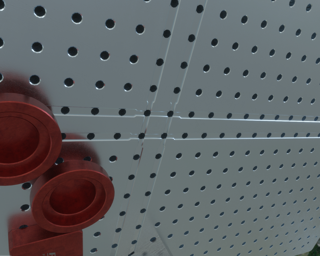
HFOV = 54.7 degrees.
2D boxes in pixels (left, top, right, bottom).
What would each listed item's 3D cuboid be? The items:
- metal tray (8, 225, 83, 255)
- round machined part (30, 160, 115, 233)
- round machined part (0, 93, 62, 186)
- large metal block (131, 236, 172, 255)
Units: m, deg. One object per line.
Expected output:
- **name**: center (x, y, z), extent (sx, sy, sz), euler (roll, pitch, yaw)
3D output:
- **metal tray**: center (-0.158, 0.192, 0.440), extent (0.091, 0.030, 0.129), euler (-7, 122, -25)
- **round machined part**: center (-0.111, 0.080, 0.389), extent (0.099, 0.042, 0.097), euler (-14, 124, -21)
- **round machined part**: center (-0.156, 0.008, 0.320), extent (0.099, 0.042, 0.097), euler (-14, 124, -21)
- **large metal block**: center (-0.009, 0.248, 0.524), extent (0.080, 0.080, 0.050), euler (-33, 129, -7)
